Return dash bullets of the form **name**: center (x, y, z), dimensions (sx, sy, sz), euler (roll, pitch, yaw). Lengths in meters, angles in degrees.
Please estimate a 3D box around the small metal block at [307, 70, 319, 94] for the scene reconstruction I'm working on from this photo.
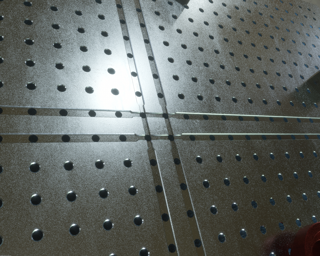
- **small metal block**: center (0.344, -0.098, 0.636), dimensions (0.050, 0.050, 0.025), euler (48, 51, 5)

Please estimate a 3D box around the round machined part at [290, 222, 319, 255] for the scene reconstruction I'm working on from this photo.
- **round machined part**: center (0.211, 0.176, 0.403), dimensions (0.099, 0.042, 0.098), euler (14, 56, -21)
